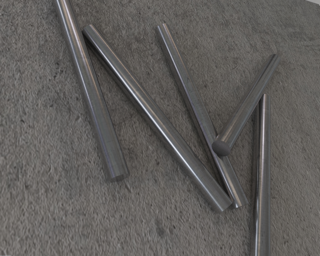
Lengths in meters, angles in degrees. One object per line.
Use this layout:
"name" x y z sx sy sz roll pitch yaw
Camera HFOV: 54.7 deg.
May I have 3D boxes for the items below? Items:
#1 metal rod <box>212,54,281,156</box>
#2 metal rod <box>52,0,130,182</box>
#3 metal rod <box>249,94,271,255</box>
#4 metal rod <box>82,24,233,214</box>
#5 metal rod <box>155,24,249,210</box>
"metal rod" 0.150 -0.053 0.499 0.025 0.025 0.301 42 45 0
"metal rod" -0.097 -0.075 0.396 0.025 0.025 0.299 -9 66 -32
"metal rod" 0.144 0.068 0.439 0.025 0.025 0.300 25 53 -13
"metal rod" -0.010 -0.018 0.409 0.025 0.025 0.300 -31 79 -38
"metal rod" 0.053 -0.030 0.450 0.025 0.025 0.299 -7 65 -31
